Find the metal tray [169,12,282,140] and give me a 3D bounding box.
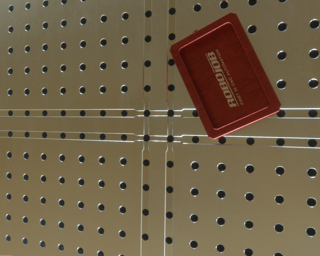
[{"bbox_3d":[0.079,-0.061,0.382,0.090,0.030,0.130,-26,82,18],"label":"metal tray"}]
